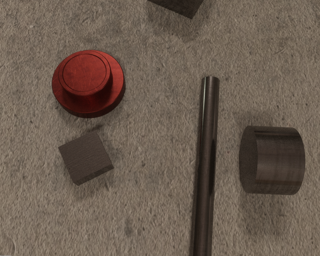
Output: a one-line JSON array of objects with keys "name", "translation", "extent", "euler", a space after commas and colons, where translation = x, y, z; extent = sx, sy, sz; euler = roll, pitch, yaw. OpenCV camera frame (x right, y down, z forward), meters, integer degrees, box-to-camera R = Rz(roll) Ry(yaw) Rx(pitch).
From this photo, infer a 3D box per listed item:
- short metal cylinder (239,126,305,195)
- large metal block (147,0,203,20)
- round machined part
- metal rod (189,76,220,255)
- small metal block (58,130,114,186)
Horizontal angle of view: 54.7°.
[{"name": "short metal cylinder", "translation": [0.129, 0.038, 0.367], "extent": [0.050, 0.080, 0.080], "euler": [3, 70, 1]}, {"name": "large metal block", "translation": [0.034, -0.229, 0.479], "extent": [0.080, 0.050, 0.080], "euler": [27, 72, 9]}, {"name": "round machined part", "translation": [-0.098, -0.066, 0.422], "extent": [0.099, 0.042, 0.098], "euler": [0, 70, -1]}, {"name": "metal rod", "translation": [0.055, 0.074, 0.381], "extent": [0.025, 0.025, 0.299], "euler": [6, 70, 2]}, {"name": "small metal block", "translation": [-0.093, 0.038, 0.393], "extent": [0.050, 0.025, 0.050], "euler": [-26, 72, -10]}]
